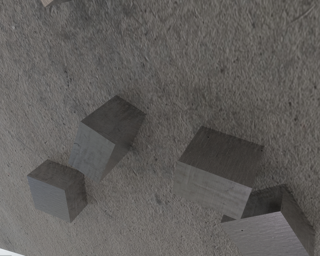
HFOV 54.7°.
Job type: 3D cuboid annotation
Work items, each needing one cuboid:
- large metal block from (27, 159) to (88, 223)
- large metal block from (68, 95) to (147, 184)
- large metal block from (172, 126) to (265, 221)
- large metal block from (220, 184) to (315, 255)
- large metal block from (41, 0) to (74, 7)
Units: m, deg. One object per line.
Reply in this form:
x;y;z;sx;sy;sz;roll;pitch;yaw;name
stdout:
-0.182;0.113;0.557;0.080;0.050;0.079;15;125;19;large metal block
-0.071;0.014;0.417;0.050;0.080;0.079;33;129;6;large metal block
0.070;0.049;0.365;0.080;0.080;0.050;19;126;17;large metal block
0.138;0.127;0.396;0.080;0.050;0.080;-26;104;37;large metal block
-0.105;-0.189;0.329;0.080;0.050;0.080;-18;109;35;large metal block
